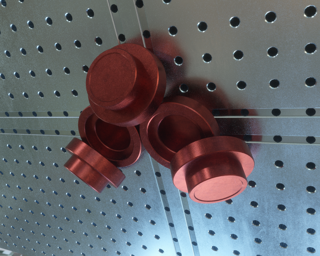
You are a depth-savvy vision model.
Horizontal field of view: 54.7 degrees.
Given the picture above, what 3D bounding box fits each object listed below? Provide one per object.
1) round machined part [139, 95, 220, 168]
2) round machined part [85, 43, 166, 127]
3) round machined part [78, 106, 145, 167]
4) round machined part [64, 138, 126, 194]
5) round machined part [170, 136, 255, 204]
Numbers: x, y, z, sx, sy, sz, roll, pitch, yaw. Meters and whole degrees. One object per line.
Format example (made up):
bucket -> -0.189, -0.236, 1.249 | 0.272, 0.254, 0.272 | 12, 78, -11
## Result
round machined part -> 0.027, 0.004, 0.387 | 0.098, 0.042, 0.097 | 13, 124, 20
round machined part -> -0.046, -0.052, 0.357 | 0.098, 0.042, 0.098 | -5, 78, 26
round machined part -> -0.061, 0.003, 0.431 | 0.098, 0.042, 0.097 | 13, 124, 20
round machined part -> -0.102, 0.061, 0.460 | 0.098, 0.042, 0.098 | 34, 163, 12
round machined part -> 0.064, 0.055, 0.365 | 0.099, 0.042, 0.097 | -7, 142, -5
